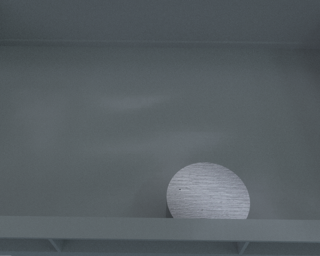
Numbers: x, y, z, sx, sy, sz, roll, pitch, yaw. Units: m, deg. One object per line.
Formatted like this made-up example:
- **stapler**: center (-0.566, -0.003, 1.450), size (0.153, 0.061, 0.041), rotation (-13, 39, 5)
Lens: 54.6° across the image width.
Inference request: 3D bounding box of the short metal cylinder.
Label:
- **short metal cylinder**: center (0.047, 0.083, 0.320), size (0.080, 0.050, 0.080), rotation (0, 50, 0)
